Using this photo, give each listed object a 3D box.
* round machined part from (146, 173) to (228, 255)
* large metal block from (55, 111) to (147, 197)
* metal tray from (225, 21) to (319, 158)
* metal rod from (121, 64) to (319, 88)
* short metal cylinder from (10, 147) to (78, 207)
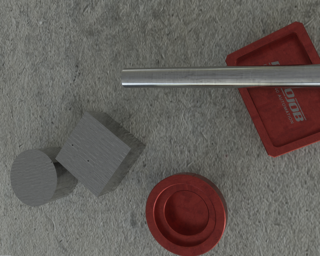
[{"bbox_3d":[0.035,0.104,0.387,0.098,0.042,0.097,0,90,19],"label":"round machined part"},{"bbox_3d":[-0.080,0.033,0.423,0.080,0.050,0.080,38,102,15],"label":"large metal block"},{"bbox_3d":[0.143,-0.042,0.355,0.090,0.030,0.129,-25,82,18],"label":"metal tray"},{"bbox_3d":[0.099,-0.056,0.341,0.301,0.025,0.025,3,91,19],"label":"metal rod"},{"bbox_3d":[-0.168,0.069,0.453,0.080,0.050,0.079,0,90,19],"label":"short metal cylinder"}]
